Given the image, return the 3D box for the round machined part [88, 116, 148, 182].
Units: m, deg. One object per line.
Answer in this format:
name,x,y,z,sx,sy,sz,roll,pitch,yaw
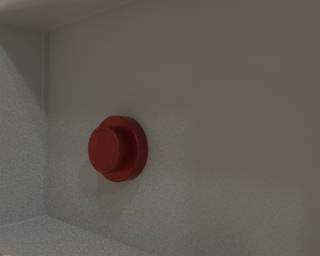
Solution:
round machined part,-0.068,0.031,0.453,0.098,0.042,0.097,0,90,40
